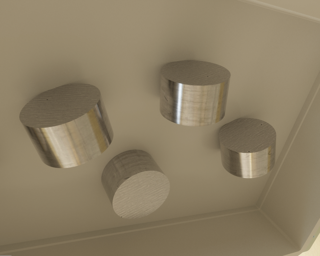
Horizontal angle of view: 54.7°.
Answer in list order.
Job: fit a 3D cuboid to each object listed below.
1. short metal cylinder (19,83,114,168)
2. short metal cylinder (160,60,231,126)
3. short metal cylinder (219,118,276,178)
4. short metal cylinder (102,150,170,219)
[{"bbox_3d":[-0.094,-0.005,0.320,0.081,0.080,0.050,-23,127,-15],"label":"short metal cylinder"},{"bbox_3d":[0.040,-0.044,0.370,0.081,0.080,0.050,-13,124,-22],"label":"short metal cylinder"},{"bbox_3d":[0.131,0.029,0.465,0.081,0.080,0.050,-24,127,-14],"label":"short metal cylinder"},{"bbox_3d":[-0.034,0.076,0.423,0.081,0.050,0.079,-14,125,-21],"label":"short metal cylinder"}]
